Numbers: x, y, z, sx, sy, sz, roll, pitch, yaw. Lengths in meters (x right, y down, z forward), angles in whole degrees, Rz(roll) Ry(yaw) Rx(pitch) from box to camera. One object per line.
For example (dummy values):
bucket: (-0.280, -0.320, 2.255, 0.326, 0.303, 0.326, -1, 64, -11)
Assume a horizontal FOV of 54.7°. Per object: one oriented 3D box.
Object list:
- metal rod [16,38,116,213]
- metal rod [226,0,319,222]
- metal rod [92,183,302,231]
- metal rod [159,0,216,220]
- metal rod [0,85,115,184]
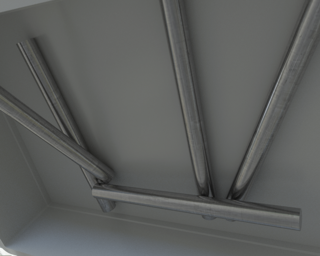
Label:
metal rod: (-0.138, 0.009, 0.484, 0.025, 0.025, 0.298, -7, 115, 31)
metal rod: (0.119, 0.000, 0.345, 0.025, 0.025, 0.298, 21, 126, 15)
metal rod: (0.028, 0.102, 0.423, 0.300, 0.025, 0.025, 0, 119, 31)
metal rod: (0.041, -0.007, 0.381, 0.025, 0.025, 0.298, 1, 119, 27)
metal rod: (-0.174, -0.009, 0.422, 0.025, 0.025, 0.300, -20, 130, 35)
